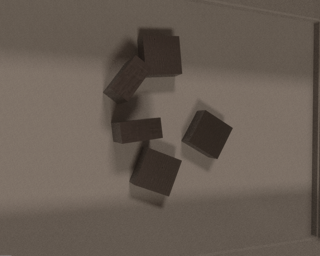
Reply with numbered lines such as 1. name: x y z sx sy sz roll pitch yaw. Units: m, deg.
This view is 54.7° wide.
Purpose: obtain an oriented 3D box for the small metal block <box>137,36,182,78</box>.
1. small metal block: 0.000 -0.094 0.411 0.050 0.025 0.050 -6 92 -20

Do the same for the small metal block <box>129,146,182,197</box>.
1. small metal block: -0.006 0.057 0.410 0.050 0.025 0.050 23 82 -19

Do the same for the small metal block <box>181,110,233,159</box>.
1. small metal block: 0.066 0.009 0.437 0.050 0.025 0.050 31 80 -18

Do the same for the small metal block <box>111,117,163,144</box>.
1. small metal block: -0.030 0.003 0.387 0.050 0.050 0.025 -8 93 -20

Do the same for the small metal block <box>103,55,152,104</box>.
1. small metal block: -0.041 -0.058 0.383 0.025 0.050 0.050 38 78 -17
